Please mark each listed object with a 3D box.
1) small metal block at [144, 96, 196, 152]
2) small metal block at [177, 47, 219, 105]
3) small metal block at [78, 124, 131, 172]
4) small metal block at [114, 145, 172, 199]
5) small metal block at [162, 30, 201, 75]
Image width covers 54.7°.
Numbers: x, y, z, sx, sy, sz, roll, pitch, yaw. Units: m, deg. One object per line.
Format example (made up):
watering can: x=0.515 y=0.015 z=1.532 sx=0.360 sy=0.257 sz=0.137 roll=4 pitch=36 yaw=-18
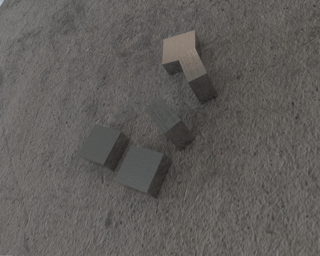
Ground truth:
small metal block: x=0.013 y=-0.005 z=0.384 sx=0.025 sy=0.050 sz=0.050 roll=-40 pitch=51 yaw=1
small metal block: x=0.050 y=-0.067 z=0.403 sx=0.025 sy=0.050 sz=0.050 roll=-26 pitch=53 yaw=13
small metal block: x=-0.077 y=0.027 z=0.428 sx=0.050 sy=0.025 sz=0.050 roll=14 pitch=69 yaw=33
small metal block: x=-0.020 y=0.053 z=0.382 sx=0.050 sy=0.025 sz=0.050 roll=12 pitch=68 yaw=33
small metal block: x=0.032 y=-0.111 z=0.455 sx=0.050 sy=0.025 sz=0.050 roll=-11 pitch=57 yaw=22
